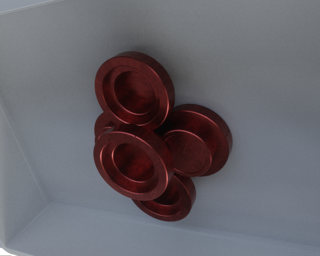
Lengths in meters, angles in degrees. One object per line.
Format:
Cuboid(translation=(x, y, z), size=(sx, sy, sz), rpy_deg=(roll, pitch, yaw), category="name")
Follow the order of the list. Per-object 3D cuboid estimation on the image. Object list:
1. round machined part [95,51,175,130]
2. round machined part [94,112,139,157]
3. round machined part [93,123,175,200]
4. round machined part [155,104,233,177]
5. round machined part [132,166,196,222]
Cuboid(translation=(-0.027, -0.046, 0.379), size=(0.098, 0.042, 0.097), rpy_deg=(13, 124, 20), category="round machined part")
Cuboid(translation=(-0.051, 0.019, 0.432), size=(0.098, 0.042, 0.097), rpy_deg=(13, 124, 20), category="round machined part")
Cuboid(translation=(-0.028, 0.037, 0.376), size=(0.098, 0.042, 0.097), rpy_deg=(13, 124, 20), category="round machined part")
Cuboid(translation=(0.037, 0.022, 0.388), size=(0.098, 0.042, 0.097), rpy_deg=(13, 124, 20), category="round machined part")
Cuboid(translation=(0.005, 0.082, 0.442), size=(0.098, 0.042, 0.097), rpy_deg=(13, 124, 20), category="round machined part")
